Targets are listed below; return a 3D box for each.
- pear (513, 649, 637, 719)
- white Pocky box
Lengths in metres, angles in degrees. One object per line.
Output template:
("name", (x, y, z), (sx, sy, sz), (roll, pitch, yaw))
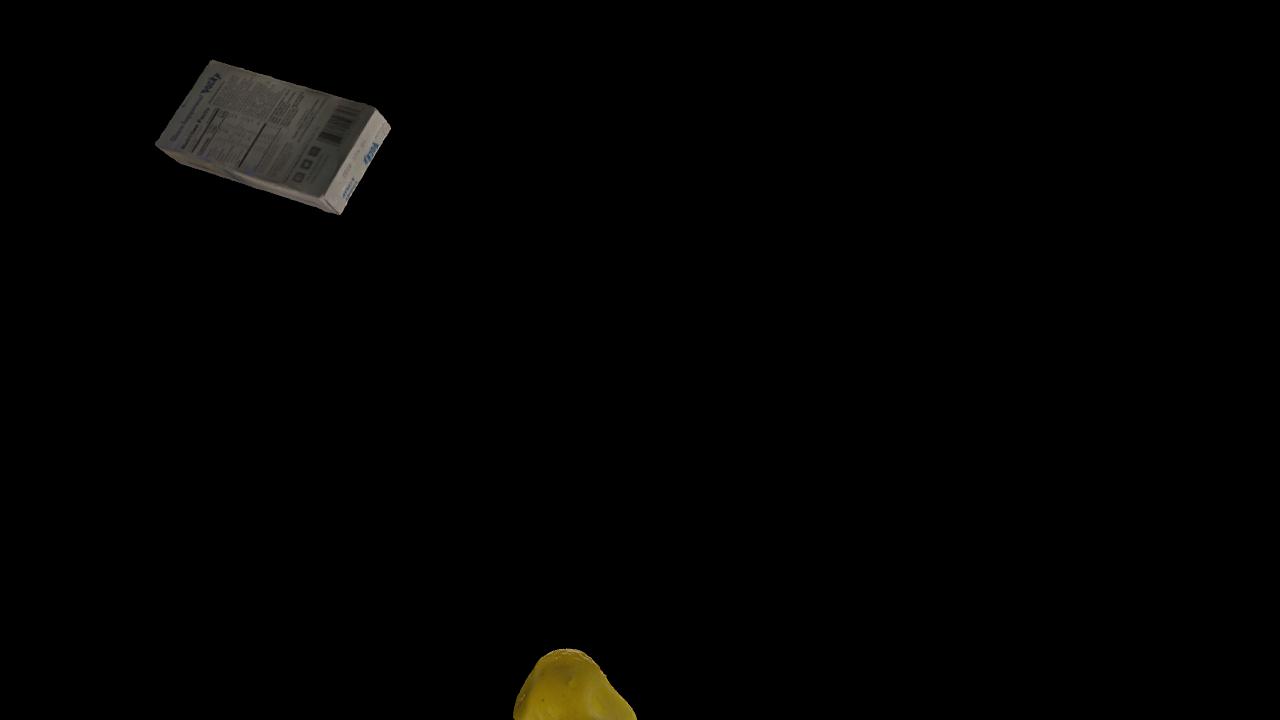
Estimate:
("pear", (-0.041, 0.281, 0.486), (0.111, 0.080, 0.080), (30, -2, -4))
("white Pocky box", (-0.273, -0.167, 0.458), (0.154, 0.084, 0.028), (19, -14, 12))
